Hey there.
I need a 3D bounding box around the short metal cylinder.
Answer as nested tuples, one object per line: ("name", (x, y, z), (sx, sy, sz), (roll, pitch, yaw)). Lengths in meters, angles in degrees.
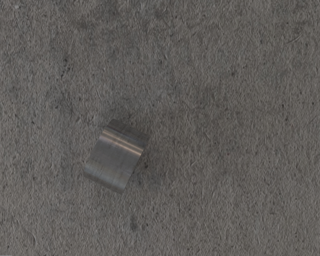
("short metal cylinder", (-0.052, 0.035, 0.382), (0.050, 0.080, 0.080), (26, 90, 0))
